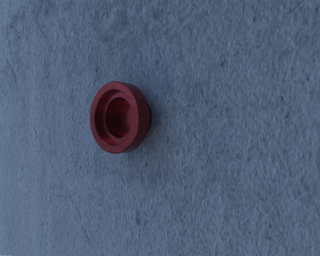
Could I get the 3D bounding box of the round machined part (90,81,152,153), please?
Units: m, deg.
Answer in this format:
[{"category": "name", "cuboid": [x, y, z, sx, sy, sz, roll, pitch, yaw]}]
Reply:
[{"category": "round machined part", "cuboid": [-0.050, -0.014, 0.433, 0.098, 0.042, 0.097, 0, 90, 39]}]
